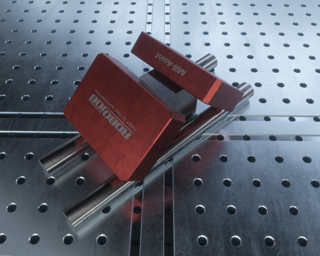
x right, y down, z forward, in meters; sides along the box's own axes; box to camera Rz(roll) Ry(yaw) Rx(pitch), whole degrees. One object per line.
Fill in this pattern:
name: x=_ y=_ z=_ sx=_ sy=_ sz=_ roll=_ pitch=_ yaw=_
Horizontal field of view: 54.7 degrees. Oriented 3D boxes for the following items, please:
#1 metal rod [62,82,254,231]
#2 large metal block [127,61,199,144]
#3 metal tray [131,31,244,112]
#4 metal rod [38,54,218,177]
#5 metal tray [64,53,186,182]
metal rod: x=0.016 y=0.021 z=0.391 sx=0.302 sy=0.025 sz=0.025 roll=-34 pitch=58 yaw=-26
large metal block: x=0.001 y=-0.028 z=0.394 sx=0.080 sy=0.080 sz=0.050 roll=-35 pitch=59 yaw=-26
metal tray: x=0.035 y=-0.071 z=0.397 sx=0.130 sy=0.030 sz=0.090 roll=39 pitch=16 yaw=27
metal rod: x=-0.027 y=-0.031 z=0.433 sx=0.302 sy=0.025 sz=0.025 roll=-35 pitch=59 yaw=-26
metal tray: x=-0.045 y=-0.014 z=0.349 sx=0.130 sy=0.030 sz=0.090 roll=43 pitch=105 yaw=29
